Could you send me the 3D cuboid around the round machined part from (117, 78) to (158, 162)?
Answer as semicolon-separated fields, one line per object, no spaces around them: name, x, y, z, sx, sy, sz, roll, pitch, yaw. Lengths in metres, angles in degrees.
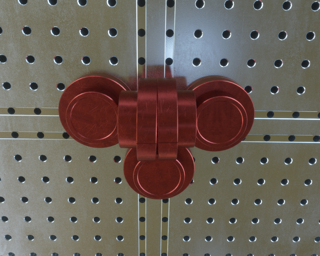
round machined part;-0.025;-0.010;0.364;0.042;0.098;0.097;1;110;-1

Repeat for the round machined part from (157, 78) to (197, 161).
round machined part;0.019;-0.010;0.365;0.042;0.098;0.097;-1;110;0

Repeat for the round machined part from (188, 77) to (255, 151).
round machined part;0.073;-0.013;0.400;0.099;0.042;0.097;0;110;-1

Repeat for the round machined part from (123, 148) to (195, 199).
round machined part;-0.001;0.057;0.425;0.099;0.042;0.097;0;110;-1

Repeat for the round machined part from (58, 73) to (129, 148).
round machined part;-0.081;-0.018;0.396;0.099;0.042;0.097;0;110;-1
